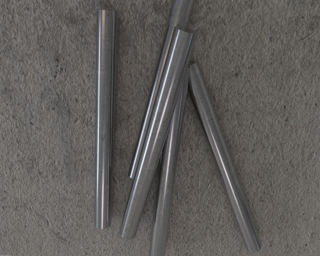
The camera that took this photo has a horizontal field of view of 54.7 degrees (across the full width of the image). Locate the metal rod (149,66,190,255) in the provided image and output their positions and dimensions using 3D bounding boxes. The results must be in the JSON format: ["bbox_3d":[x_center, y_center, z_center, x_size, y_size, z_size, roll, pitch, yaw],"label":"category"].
[{"bbox_3d":[0.009,0.062,0.421,0.025,0.025,0.298,5,114,-2],"label":"metal rod"}]

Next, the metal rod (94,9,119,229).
[{"bbox_3d":[-0.073,0.003,0.410,0.025,0.025,0.298,4,110,-2],"label":"metal rod"}]

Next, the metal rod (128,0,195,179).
[{"bbox_3d":[0.006,-0.069,0.384,0.025,0.025,0.298,14,109,-5],"label":"metal rod"}]

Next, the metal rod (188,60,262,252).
[{"bbox_3d":[0.090,0.052,0.429,0.025,0.025,0.299,-20,109,7],"label":"metal rod"}]

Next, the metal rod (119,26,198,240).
[{"bbox_3d":[-0.010,0.027,0.384,0.025,0.025,0.298,14,118,-5],"label":"metal rod"}]
